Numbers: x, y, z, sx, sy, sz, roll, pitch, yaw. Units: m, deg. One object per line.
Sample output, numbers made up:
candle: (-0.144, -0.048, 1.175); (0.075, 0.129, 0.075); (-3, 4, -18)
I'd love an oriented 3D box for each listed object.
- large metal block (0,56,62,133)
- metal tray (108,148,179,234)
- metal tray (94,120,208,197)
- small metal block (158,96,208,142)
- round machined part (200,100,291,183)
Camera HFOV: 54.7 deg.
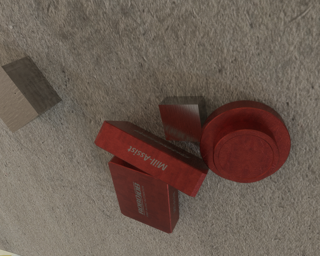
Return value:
large metal block: (-0.211, -0.049, 0.469); (0.080, 0.050, 0.080); (-25, 105, 36)
metal tray: (-0.020, 0.095, 0.454); (0.090, 0.030, 0.129); (16, 136, 21)
metal tray: (-0.004, 0.033, 0.384); (0.130, 0.090, 0.030); (27, 96, 11)
small metal block: (0.031, -0.011, 0.383); (0.050, 0.025, 0.050); (2, 119, 27)
round machined part: (0.094, 0.022, 0.344); (0.099, 0.042, 0.097); (4, 118, 8)
